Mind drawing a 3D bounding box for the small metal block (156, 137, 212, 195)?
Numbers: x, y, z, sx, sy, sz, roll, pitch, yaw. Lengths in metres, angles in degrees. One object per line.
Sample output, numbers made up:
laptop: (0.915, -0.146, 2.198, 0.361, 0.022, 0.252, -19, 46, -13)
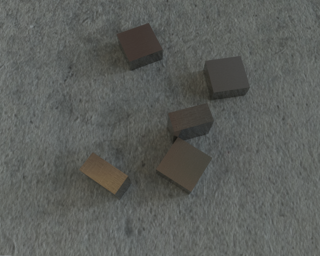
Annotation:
small metal block: (0.030, 0.048, 0.391, 0.050, 0.025, 0.050, 32, 73, 10)

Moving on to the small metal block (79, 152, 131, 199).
small metal block: (-0.064, 0.059, 0.373, 0.050, 0.050, 0.025, 32, 73, 10)

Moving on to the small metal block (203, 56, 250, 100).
small metal block: (0.092, -0.070, 0.435, 0.050, 0.025, 0.050, -9, 70, -4)

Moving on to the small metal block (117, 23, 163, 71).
small metal block: (-0.029, -0.118, 0.451, 0.050, 0.025, 0.050, -22, 72, -8)

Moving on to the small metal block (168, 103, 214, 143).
small metal block: (0.037, -0.005, 0.397, 0.050, 0.050, 0.025, -15, 71, -6)
